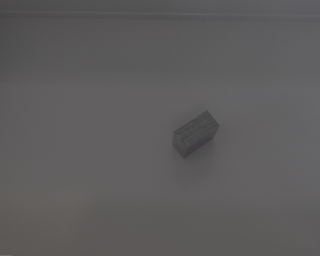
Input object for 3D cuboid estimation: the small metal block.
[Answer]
[{"bbox_3d":[0.044,0.009,0.393,0.050,0.050,0.025,-33,74,-11],"label":"small metal block"}]
